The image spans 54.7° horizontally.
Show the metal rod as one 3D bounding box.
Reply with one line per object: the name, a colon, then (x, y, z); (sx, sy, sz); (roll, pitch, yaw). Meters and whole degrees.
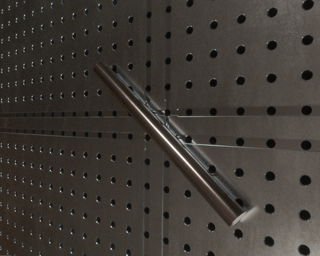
metal rod: (-0.004, 0.003, 0.410); (0.300, 0.025, 0.025); (47, 118, 29)
